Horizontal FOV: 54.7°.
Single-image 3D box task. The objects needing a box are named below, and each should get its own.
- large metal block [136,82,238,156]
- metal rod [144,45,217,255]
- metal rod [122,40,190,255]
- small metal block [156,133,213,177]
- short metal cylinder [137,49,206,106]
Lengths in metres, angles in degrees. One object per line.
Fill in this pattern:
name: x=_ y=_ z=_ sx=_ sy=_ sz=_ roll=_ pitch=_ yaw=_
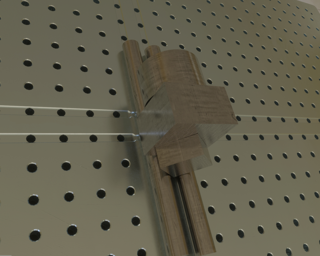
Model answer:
large metal block: x=0.028 y=-0.008 z=0.363 sx=0.081 sy=0.080 sz=0.050 roll=0 pitch=62 yaw=-29
metal rod: x=0.020 y=0.012 z=0.415 sx=0.025 sy=0.025 sz=0.299 roll=1 pitch=61 yaw=-28
metal rod: x=-0.012 y=0.008 z=0.399 sx=0.025 sy=0.025 sz=0.299 roll=1 pitch=61 yaw=-28
small metal block: x=0.029 y=0.033 z=0.360 sx=0.050 sy=0.050 sz=0.025 roll=46 pitch=27 yaw=-62
short metal cylinder: x=0.016 y=-0.052 z=0.387 sx=0.081 sy=0.080 sz=0.050 roll=1 pitch=62 yaw=-28
